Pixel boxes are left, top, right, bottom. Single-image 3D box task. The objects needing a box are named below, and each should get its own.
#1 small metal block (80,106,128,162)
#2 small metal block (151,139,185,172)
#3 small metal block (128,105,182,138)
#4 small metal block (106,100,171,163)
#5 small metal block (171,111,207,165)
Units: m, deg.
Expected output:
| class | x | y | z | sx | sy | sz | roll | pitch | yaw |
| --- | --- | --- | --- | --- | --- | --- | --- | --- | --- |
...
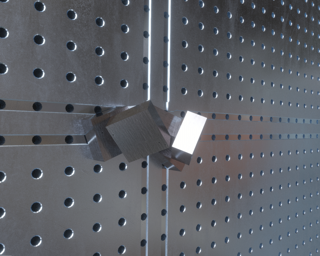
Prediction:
| class | x | y | z | sx | sy | sz | roll | pitch | yaw |
| --- | --- | --- | --- | --- | --- | --- | --- | --- | --- |
| small metal block | -0.058 | 0.006 | 0.362 | 0.050 | 0.025 | 0.050 | -25 | 106 | -37 |
| small metal block | 0.017 | 0.025 | 0.426 | 0.050 | 0.025 | 0.050 | 43 | 64 | -32 |
| small metal block | -0.010 | -0.008 | 0.386 | 0.050 | 0.050 | 0.025 | 24 | 75 | -38 |
| small metal block | -0.023 | 0.004 | 0.339 | 0.050 | 0.050 | 0.025 | 61 | 17 | -23 |
| small metal block | 0.036 | 0.014 | 0.390 | 0.050 | 0.025 | 0.050 | 88 | 25 | -68 |
